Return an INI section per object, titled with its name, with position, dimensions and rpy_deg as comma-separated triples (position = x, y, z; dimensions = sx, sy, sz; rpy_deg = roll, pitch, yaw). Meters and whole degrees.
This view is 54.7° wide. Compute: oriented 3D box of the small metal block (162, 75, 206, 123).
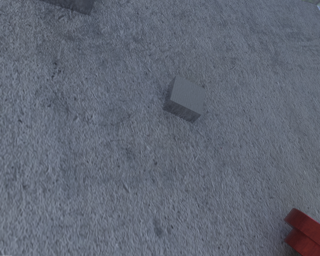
[small metal block]
position = 0.036, -0.042, 0.451
dimensions = 0.050, 0.025, 0.050
rpy_deg = 25, 53, -14

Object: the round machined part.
[round machined part]
position = 0.197, 0.149, 0.388
dimensions = 0.098, 0.098, 0.042
rpy_deg = 39, 89, -2

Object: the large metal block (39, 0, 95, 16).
[large metal block]
position = -0.134, -0.222, 0.452
dimensions = 0.081, 0.050, 0.080
rpy_deg = 10, 57, -23
